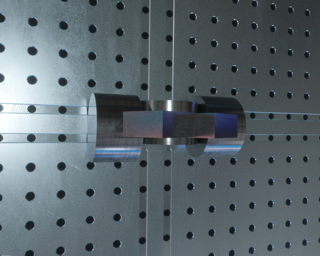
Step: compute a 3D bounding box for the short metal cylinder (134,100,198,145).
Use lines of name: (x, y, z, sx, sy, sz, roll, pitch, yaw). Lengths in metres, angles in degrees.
short metal cylinder: (0.007, -0.006, 0.386, 0.081, 0.080, 0.050, 1, 90, -20)

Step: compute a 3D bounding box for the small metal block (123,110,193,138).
small metal block: (-0.001, -0.004, 0.312, 0.050, 0.050, 0.025, 1, 90, -52)

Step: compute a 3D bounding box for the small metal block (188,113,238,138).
small metal block: (0.050, -0.002, 0.336, 0.050, 0.050, 0.025, 1, 90, -51)

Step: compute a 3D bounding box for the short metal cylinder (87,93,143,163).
short metal cylinder: (-0.055, 0.000, 0.363, 0.050, 0.080, 0.080, 1, 90, -20)

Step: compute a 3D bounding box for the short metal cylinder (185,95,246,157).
short metal cylinder: (0.068, -0.002, 0.408, 0.050, 0.080, 0.079, 1, 90, -19)
